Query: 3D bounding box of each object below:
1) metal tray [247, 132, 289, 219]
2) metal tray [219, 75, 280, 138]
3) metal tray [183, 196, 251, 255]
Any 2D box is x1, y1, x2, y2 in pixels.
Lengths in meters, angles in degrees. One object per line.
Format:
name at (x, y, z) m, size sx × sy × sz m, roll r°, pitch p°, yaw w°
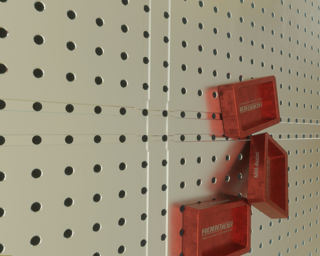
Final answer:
metal tray at (0.194, 0.084, 0.550) m, size 0.090 × 0.030 × 0.130 m, roll 36°, pitch 52°, yaw -34°
metal tray at (0.160, -0.040, 0.543) m, size 0.131 × 0.030 × 0.089 m, roll -16°, pitch 100°, yaw -39°
metal tray at (0.093, 0.161, 0.486) m, size 0.131 × 0.030 × 0.089 m, roll 1°, pitch 89°, yaw -40°
